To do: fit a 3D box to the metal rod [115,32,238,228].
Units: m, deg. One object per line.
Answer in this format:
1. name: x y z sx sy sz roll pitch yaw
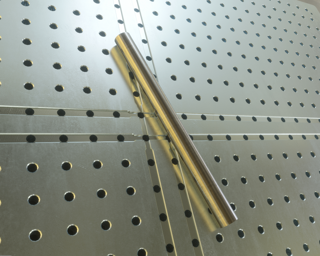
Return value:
1. metal rod: 0.015 -0.008 0.422 0.025 0.025 0.299 -18 72 -35
